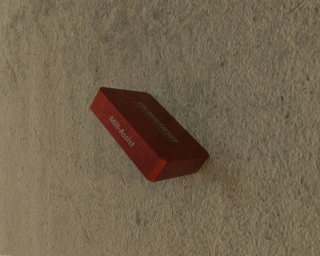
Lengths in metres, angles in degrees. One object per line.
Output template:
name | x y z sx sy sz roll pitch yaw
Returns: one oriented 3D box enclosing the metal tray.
metal tray | -0.013 0.003 0.373 0.130 0.091 0.030 47 118 29
